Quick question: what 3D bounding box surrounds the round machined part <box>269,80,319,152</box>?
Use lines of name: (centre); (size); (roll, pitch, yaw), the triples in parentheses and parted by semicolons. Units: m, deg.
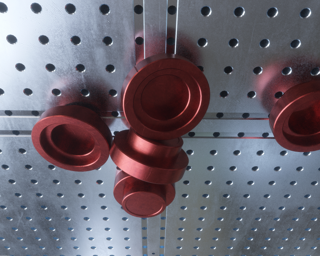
round machined part: (0.186, -0.019, 0.388); (0.099, 0.042, 0.097); (-1, 130, 0)

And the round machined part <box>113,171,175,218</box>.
round machined part: (-0.025, 0.106, 0.490); (0.099, 0.042, 0.097); (-1, 130, 0)

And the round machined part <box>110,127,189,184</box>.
round machined part: (-0.010, 0.024, 0.388); (0.099, 0.098, 0.042); (15, 111, -13)

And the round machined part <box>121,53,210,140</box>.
round machined part: (0.004, -0.038, 0.357); (0.099, 0.042, 0.097); (-7, 119, -12)

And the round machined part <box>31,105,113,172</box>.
round machined part: (-0.110, 0.009, 0.402); (0.099, 0.042, 0.097); (3, 131, 4)
